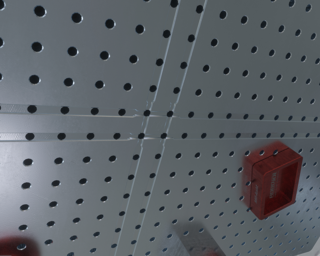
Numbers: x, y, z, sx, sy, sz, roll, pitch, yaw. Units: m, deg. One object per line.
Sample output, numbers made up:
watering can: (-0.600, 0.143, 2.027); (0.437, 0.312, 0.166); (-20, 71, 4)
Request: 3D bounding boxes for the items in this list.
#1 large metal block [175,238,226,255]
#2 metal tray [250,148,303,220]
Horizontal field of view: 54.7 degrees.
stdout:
large metal block: (0.071, 0.265, 0.598); (0.081, 0.050, 0.079); (8, 115, -32)
metal tray: (0.222, 0.110, 0.597); (0.091, 0.030, 0.129); (-21, 127, -16)
